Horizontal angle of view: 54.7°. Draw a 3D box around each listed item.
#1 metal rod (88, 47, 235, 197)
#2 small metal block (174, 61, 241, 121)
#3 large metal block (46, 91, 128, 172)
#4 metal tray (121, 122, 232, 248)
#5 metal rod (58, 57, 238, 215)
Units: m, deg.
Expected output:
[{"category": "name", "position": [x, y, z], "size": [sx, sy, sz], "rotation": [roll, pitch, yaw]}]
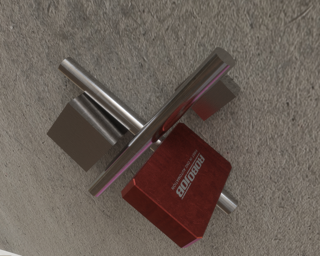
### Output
[{"category": "metal rod", "position": [-0.019, 0.014, 0.392], "size": [0.025, 0.025, 0.298], "rotation": [43, 129, -2]}, {"category": "small metal block", "position": [0.054, -0.044, 0.352], "size": [0.050, 0.025, 0.050], "rotation": [46, 129, -4]}, {"category": "large metal block", "position": [-0.103, 0.004, 0.445], "size": [0.080, 0.050, 0.080], "rotation": [45, 129, -4]}, {"category": "metal tray", "position": [0.026, 0.059, 0.361], "size": [0.090, 0.131, 0.030], "rotation": [41, 130, 0]}, {"category": "metal rod", "position": [-0.015, 0.011, 0.422], "size": [0.300, 0.025, 0.025], "rotation": [41, 129, 0]}]
